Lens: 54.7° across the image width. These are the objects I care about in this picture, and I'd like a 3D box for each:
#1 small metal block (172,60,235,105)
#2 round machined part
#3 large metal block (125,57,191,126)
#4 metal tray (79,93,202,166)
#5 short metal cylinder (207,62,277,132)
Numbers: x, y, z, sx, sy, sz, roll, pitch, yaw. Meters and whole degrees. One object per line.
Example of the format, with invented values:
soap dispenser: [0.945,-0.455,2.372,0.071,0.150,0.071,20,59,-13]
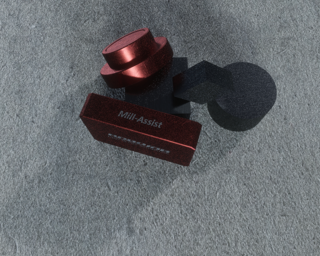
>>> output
small metal block: [0.051,-0.052,0.367,0.050,0.050,0.025,11,67,-41]
round machined part: [-0.036,-0.096,0.405,0.098,0.098,0.042,-35,118,-12]
large metal block: [-0.004,-0.046,0.414,0.081,0.050,0.080,-1,70,-1]
metal tray: [-0.021,0.005,0.372,0.131,0.090,0.030,16,71,5]
short metal cylinder: [0.106,-0.040,0.412,0.081,0.050,0.080,0,70,0]
